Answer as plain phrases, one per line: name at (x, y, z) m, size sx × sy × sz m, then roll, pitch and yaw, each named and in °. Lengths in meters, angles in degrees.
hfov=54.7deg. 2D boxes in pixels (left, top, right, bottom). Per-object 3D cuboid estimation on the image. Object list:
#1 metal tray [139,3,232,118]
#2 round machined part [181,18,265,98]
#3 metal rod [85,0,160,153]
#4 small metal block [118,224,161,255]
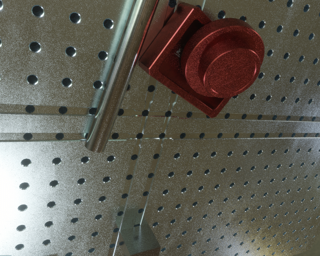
metal tray at (0.050, -0.078, 0.388) m, size 0.131 × 0.030 × 0.090 m, roll 30°, pitch 102°, yaw -38°
round machined part at (0.078, -0.074, 0.365) m, size 0.099 × 0.042 × 0.097 m, roll -10°, pitch 136°, yaw -9°
metal rod at (-0.026, -0.105, 0.332) m, size 0.025 × 0.025 × 0.298 m, roll 10°, pitch 114°, yaw -33°
small metal block at (-0.034, 0.185, 0.493) m, size 0.050 × 0.050 × 0.025 m, roll -5°, pitch 121°, yaw -26°
